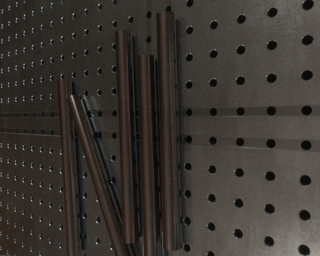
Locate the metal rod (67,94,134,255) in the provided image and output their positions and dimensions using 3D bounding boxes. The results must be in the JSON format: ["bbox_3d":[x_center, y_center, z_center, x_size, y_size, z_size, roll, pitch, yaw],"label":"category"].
[{"bbox_3d":[-0.093,0.082,0.483,0.025,0.025,0.299,-34,69,34],"label":"metal rod"}]

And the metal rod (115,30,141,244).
[{"bbox_3d":[-0.046,0.011,0.445,0.025,0.025,0.298,-4,87,39],"label":"metal rod"}]

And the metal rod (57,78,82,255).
[{"bbox_3d":[-0.156,0.064,0.534,0.025,0.025,0.298,-7,85,39],"label":"metal rod"}]

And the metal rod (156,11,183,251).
[{"bbox_3d":[0.012,0.002,0.397,0.025,0.025,0.298,-3,88,39],"label":"metal rod"}]

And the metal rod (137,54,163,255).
[{"bbox_3d":[-0.013,0.052,0.418,0.025,0.025,0.298,-4,88,39],"label":"metal rod"}]
